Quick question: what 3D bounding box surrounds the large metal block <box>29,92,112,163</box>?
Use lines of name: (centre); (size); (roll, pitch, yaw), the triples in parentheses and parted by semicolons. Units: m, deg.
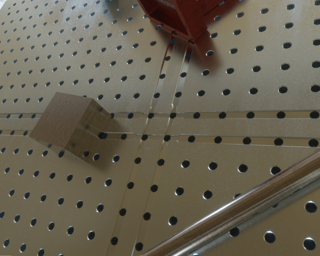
large metal block: (-0.133, -0.003, 0.464); (0.080, 0.050, 0.080); (12, 68, 33)

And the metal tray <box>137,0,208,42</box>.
metal tray: (0.008, -0.194, 0.481); (0.030, 0.090, 0.130); (-46, 51, -3)

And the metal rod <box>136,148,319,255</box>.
metal rod: (0.076, 0.086, 0.315); (0.300, 0.025, 0.025); (-32, 52, 7)

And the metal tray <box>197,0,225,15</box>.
metal tray: (0.069, -0.253, 0.523); (0.090, 0.030, 0.130); (-36, 51, 4)
